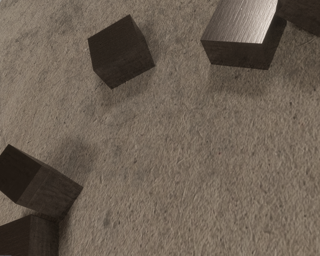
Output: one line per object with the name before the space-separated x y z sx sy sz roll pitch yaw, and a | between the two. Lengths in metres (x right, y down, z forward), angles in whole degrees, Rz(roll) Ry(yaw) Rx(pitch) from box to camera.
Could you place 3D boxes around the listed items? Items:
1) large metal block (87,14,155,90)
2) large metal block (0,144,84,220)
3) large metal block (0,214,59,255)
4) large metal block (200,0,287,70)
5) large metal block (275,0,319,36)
large metal block | -0.063 -0.121 0.493 0.080 0.050 0.080 -26 53 11
large metal block | -0.164 0.072 0.409 0.080 0.080 0.050 21 73 35
large metal block | -0.173 0.162 0.377 0.080 0.050 0.080 -23 54 14
large metal block | 0.111 -0.127 0.407 0.080 0.050 0.080 14 69 33
large metal block | 0.190 -0.161 0.361 0.080 0.050 0.080 22 67 -9
